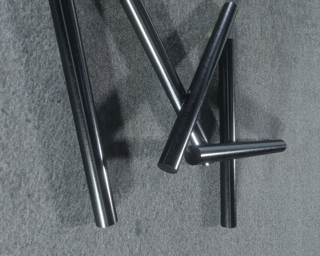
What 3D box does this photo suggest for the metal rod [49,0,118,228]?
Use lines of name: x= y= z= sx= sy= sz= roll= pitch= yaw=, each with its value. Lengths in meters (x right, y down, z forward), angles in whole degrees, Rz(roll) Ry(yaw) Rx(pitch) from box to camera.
metal rod: x=-0.086 y=-0.037 z=0.334 sx=0.025 sy=0.025 sz=0.298 roll=-16 pitch=101 yaw=-39

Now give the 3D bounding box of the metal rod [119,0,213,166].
metal rod: x=0.009 y=-0.073 z=0.413 sx=0.025 sy=0.025 sz=0.299 roll=-43 pitch=116 yaw=-32

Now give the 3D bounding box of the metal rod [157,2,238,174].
metal rod: x=0.062 y=-0.073 z=0.432 sx=0.025 sy=0.025 sz=0.300 roll=43 pitch=56 yaw=-32

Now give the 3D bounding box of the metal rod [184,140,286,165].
metal rod: x=0.137 y=0.034 z=0.492 sx=0.302 sy=0.025 sz=0.025 roll=1 pitch=90 yaw=-50

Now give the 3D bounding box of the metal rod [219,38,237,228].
metal rod: x=0.109 y=0.009 z=0.498 sx=0.025 sy=0.025 sz=0.298 roll=-2 pitch=91 yaw=-40
